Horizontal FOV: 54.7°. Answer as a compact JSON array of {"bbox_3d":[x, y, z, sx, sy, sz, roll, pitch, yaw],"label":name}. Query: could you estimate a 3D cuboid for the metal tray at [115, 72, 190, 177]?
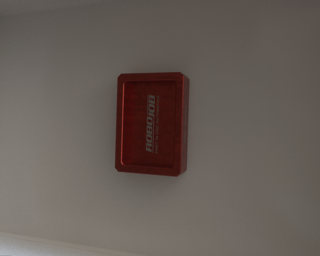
[{"bbox_3d":[-0.010,-0.006,0.407,0.090,0.030,0.129,2,90,19],"label":"metal tray"}]
